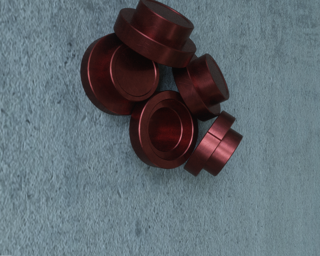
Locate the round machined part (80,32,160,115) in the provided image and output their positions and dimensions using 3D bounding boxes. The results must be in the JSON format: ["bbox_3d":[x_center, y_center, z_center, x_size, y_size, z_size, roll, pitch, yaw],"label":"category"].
[{"bbox_3d":[-0.040,-0.064,0.365,0.099,0.042,0.097,0,90,-40],"label":"round machined part"}]

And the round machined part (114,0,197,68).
[{"bbox_3d":[0.000,-0.115,0.359,0.099,0.098,0.042,1,131,-40],"label":"round machined part"}]

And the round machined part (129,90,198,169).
[{"bbox_3d":[0.000,0.002,0.397,0.099,0.042,0.097,0,90,-40],"label":"round machined part"}]

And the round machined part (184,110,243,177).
[{"bbox_3d":[0.078,0.028,0.427,0.042,0.098,0.098,34,62,9],"label":"round machined part"}]

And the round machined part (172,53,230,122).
[{"bbox_3d":[0.060,-0.061,0.419,0.098,0.042,0.098,44,33,-38],"label":"round machined part"}]
